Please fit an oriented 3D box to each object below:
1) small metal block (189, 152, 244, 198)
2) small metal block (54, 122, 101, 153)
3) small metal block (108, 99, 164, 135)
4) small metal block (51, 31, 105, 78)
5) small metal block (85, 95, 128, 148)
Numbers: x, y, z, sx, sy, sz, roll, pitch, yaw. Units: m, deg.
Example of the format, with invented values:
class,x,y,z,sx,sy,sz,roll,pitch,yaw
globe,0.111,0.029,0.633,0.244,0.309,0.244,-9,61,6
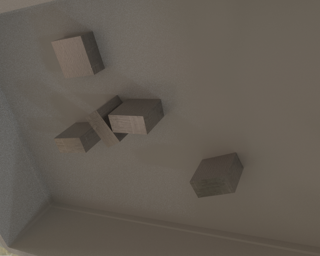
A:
class,x,y,z,sx,sy,sz,roll,pitch,yaw
small metal block,0.072,0.059,0.391,0.050,0.050,0.025,-18,109,35
small metal block,-0.119,0.013,0.464,0.050,0.050,0.025,-2,117,29
small metal block,-0.030,-0.016,0.398,0.050,0.050,0.025,3,120,26
small metal block,-0.107,-0.095,0.406,0.050,0.025,0.050,-1,118,28
small metal block,-0.064,-0.010,0.421,0.025,0.050,0.050,-26,104,37
